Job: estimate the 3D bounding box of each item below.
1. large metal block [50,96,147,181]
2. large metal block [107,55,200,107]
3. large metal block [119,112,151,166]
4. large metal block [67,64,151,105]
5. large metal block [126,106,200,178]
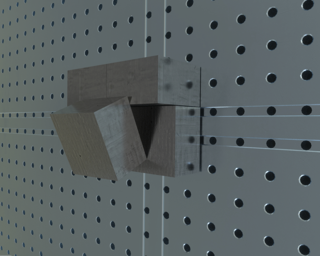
[{"bbox_3d":[-0.072,0.011,0.363,0.080,0.050,0.080,0,114,39],"label":"large metal block"},{"bbox_3d":[-0.007,-0.051,0.376,0.080,0.081,0.050,1,91,39],"label":"large metal block"},{"bbox_3d":[-0.060,0.012,0.438,0.080,0.050,0.079,1,91,39],"label":"large metal block"},{"bbox_3d":[-0.069,-0.053,0.427,0.080,0.081,0.050,1,91,39],"label":"large metal block"},{"bbox_3d":[0.002,0.014,0.386,0.080,0.050,0.079,1,91,39],"label":"large metal block"}]
